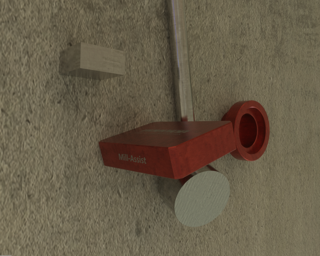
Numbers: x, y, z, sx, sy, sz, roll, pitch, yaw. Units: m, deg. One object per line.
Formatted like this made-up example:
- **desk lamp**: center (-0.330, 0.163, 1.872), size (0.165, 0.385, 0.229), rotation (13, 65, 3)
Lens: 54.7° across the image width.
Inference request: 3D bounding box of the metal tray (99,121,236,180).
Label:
- **metal tray**: center (0.004, 0.018, 0.342), size (0.091, 0.130, 0.030), rotation (-20, 103, -39)

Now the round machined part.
- **round machined part**: center (0.136, 0.004, 0.510), size (0.099, 0.042, 0.097), rotation (0, 90, -40)

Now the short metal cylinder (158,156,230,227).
- **short metal cylinder**: center (0.044, 0.082, 0.410), size (0.081, 0.050, 0.079), rotation (-9, 112, -22)

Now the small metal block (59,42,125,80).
- **small metal block**: center (-0.072, -0.069, 0.329), size (0.050, 0.050, 0.025), rotation (2, 89, -40)

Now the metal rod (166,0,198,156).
- **metal rod**: center (0.029, -0.090, 0.430), size (0.025, 0.025, 0.298), rotation (-10, 96, -40)
